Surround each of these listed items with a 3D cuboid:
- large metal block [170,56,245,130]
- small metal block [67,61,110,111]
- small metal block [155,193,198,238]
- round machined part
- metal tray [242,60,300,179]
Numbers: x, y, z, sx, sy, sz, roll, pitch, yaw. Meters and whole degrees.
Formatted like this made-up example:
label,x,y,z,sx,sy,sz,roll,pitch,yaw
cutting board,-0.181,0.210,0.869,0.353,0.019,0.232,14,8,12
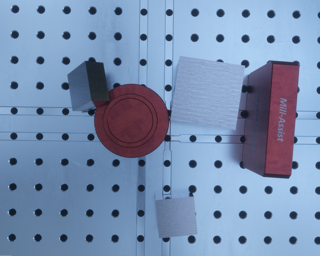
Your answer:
label,x,y,z,sx,sy,sz,roll,pitch,yaw
large metal block,0.058,-0.043,0.402,0.081,0.050,0.080,8,90,-1
small metal block,-0.092,-0.052,0.395,0.025,0.050,0.050,-4,80,-42
small metal block,0.021,0.116,0.414,0.050,0.025,0.050,-5,90,-1
round machined part,-0.037,-0.009,0.404,0.099,0.042,0.097,0,90,-1
metal tray,0.133,-0.009,0.382,0.030,0.090,0.129,4,90,0
